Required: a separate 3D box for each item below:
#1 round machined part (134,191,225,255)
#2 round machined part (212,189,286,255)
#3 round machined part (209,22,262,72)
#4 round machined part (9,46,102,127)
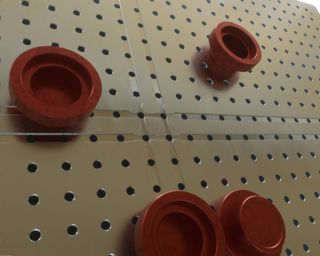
[{"bbox_3d":[0.018,0.121,0.334,0.099,0.042,0.098,14,56,-21],"label":"round machined part"},{"bbox_3d":[0.115,0.123,0.386,0.099,0.042,0.098,14,56,-21],"label":"round machined part"},{"bbox_3d":[0.129,-0.139,0.554,0.099,0.042,0.098,14,56,-21],"label":"round machined part"},{"bbox_3d":[-0.121,-0.044,0.359,0.099,0.042,0.098,14,56,-21],"label":"round machined part"}]
